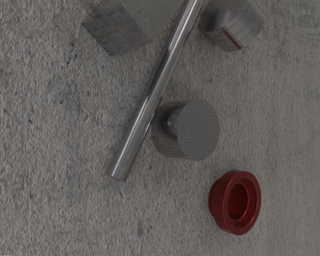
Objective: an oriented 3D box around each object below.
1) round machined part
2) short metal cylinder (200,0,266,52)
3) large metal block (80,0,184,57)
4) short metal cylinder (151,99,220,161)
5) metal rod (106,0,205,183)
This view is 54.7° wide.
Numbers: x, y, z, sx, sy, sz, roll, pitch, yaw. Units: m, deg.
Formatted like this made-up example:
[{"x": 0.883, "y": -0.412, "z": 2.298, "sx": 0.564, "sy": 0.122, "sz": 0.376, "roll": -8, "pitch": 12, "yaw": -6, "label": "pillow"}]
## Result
[{"x": 0.114, "y": 0.115, "z": 0.489, "sx": 0.099, "sy": 0.042, "sz": 0.097, "roll": 0, "pitch": 90, "yaw": -40, "label": "round machined part"}, {"x": 0.106, "y": -0.160, "z": 0.457, "sx": 0.050, "sy": 0.080, "sz": 0.080, "roll": 33, "pitch": 70, "yaw": -35, "label": "short metal cylinder"}, {"x": -0.029, "y": -0.132, "z": 0.344, "sx": 0.050, "sy": 0.080, "sz": 0.080, "roll": 47, "pitch": 62, "yaw": -30, "label": "large metal block"}, {"x": 0.035, "y": 0.002, "z": 0.418, "sx": 0.081, "sy": 0.050, "sz": 0.080, "roll": 0, "pitch": 90, "yaw": -40, "label": "short metal cylinder"}, {"x": 0.004, "y": -0.072, "z": 0.407, "sx": 0.025, "sy": 0.025, "sz": 0.300, "roll": 36, "pitch": 68, "yaw": -34, "label": "metal rod"}]
